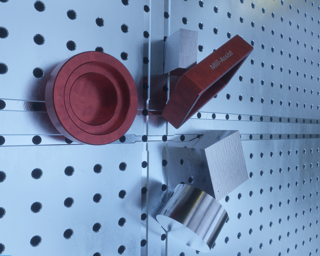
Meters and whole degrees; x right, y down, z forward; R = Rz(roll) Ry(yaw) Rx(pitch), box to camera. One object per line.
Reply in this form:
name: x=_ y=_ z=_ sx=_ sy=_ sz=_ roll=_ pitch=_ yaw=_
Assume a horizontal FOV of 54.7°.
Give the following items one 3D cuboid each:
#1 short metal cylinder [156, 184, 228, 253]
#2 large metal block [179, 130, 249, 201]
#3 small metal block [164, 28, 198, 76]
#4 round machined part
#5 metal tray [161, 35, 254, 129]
short metal cylinder: x=0.042 y=0.120 z=0.412 sx=0.050 sy=0.080 sz=0.080 roll=-52 pitch=121 yaw=-27
large metal block: x=0.082 y=0.053 z=0.464 sx=0.081 sy=0.050 sz=0.079 roll=-23 pitch=105 yaw=-38
small metal block: x=0.027 y=-0.099 z=0.414 sx=0.025 sy=0.050 sz=0.050 roll=3 pitch=88 yaw=-21
round machined part: x=-0.076 y=-0.031 z=0.336 sx=0.099 sy=0.042 sz=0.097 roll=0 pitch=90 yaw=-40
metal tray: x=0.065 y=-0.063 z=0.423 sx=0.030 sy=0.090 sz=0.131 roll=44 pitch=57 yaw=10
